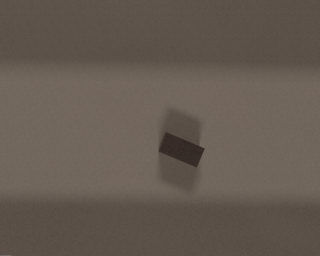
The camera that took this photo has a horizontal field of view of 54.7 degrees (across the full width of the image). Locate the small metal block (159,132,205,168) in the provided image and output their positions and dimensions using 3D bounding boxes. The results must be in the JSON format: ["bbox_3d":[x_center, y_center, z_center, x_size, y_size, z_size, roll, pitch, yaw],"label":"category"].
[{"bbox_3d":[0.026,0.027,0.399,0.050,0.050,0.025,23,90,-1],"label":"small metal block"}]
